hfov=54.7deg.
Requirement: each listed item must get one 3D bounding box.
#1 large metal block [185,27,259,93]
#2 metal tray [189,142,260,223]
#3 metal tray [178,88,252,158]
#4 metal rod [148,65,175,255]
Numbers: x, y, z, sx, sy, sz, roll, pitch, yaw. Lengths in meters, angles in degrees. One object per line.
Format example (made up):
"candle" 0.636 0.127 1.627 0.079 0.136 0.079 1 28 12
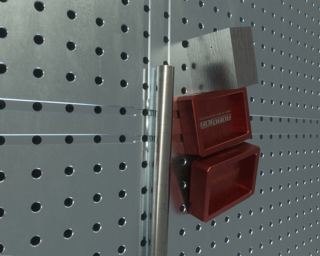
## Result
"large metal block" 0.089 -0.097 0.450 0.050 0.080 0.079 -18 101 -39
"metal tray" 0.102 0.080 0.480 0.131 0.030 0.089 -14 114 -39
"metal tray" 0.090 -0.014 0.483 0.131 0.030 0.089 -15 100 -39
"metal rod" 0.001 0.067 0.412 0.025 0.025 0.298 4 88 -40
